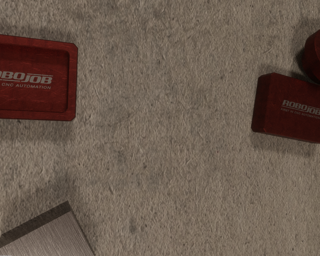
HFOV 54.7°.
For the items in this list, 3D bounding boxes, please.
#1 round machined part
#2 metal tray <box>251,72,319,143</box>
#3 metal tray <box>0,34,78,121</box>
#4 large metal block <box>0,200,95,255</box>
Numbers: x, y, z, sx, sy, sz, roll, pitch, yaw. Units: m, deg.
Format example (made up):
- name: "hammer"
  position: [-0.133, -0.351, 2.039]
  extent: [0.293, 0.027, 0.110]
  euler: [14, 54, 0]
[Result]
- name: "round machined part"
  position: [0.267, -0.107, 0.491]
  extent: [0.099, 0.042, 0.098]
  euler: [7, 70, -21]
- name: "metal tray"
  position: [0.212, -0.028, 0.487]
  extent: [0.131, 0.030, 0.089]
  euler: [10, 87, -20]
- name: "metal tray"
  position: [-0.162, -0.055, 0.346]
  extent: [0.131, 0.030, 0.089]
  euler: [2, 89, -21]
- name: "large metal block"
  position: [-0.123, 0.142, 0.351]
  extent: [0.081, 0.050, 0.080]
  euler: [-26, 99, -18]
